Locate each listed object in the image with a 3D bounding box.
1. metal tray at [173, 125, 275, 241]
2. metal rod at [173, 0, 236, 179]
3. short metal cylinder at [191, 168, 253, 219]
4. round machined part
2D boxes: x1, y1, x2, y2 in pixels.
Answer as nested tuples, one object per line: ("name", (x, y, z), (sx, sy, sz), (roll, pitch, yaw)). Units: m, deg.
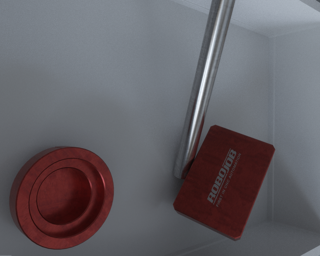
("metal tray", (0.086, 0.069, 0.411), (0.130, 0.090, 0.030), (-61, 158, -18))
("metal rod", (0.056, -0.067, 0.373), (0.025, 0.025, 0.298), (-13, 124, -40))
("short metal cylinder", (0.088, 0.088, 0.447), (0.050, 0.080, 0.080), (26, 74, -38))
("round machined part", (-0.100, 0.067, 0.313), (0.099, 0.042, 0.097), (0, 90, -40))
